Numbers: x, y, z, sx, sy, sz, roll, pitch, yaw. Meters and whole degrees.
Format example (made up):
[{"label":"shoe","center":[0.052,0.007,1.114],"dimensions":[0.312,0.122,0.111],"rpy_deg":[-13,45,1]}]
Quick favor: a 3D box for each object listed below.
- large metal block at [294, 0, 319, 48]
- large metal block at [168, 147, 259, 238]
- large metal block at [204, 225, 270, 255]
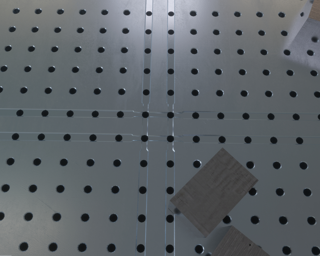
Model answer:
[{"label":"large metal block","center":[0.258,-0.164,0.460],"dimensions":[0.080,0.050,0.080],"rpy_deg":[22,72,8]},{"label":"large metal block","center":[0.056,0.077,0.355],"dimensions":[0.080,0.080,0.050],"rpy_deg":[-43,76,-14]},{"label":"large metal block","center":[0.084,0.166,0.338],"dimensions":[0.080,0.050,0.080],"rpy_deg":[38,74,12]}]
